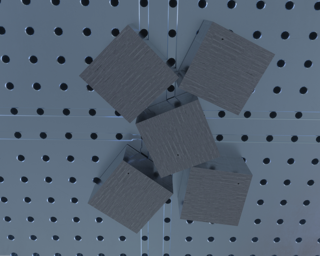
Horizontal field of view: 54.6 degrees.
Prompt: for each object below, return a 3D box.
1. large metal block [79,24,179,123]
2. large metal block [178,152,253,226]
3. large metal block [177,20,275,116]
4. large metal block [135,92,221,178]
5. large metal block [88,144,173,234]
[{"bbox_3d":[-0.035,-0.067,0.375,0.080,0.050,0.080,-42,104,14],"label":"large metal block"},{"bbox_3d":[0.073,0.083,0.431,0.080,0.050,0.079,8,110,-4],"label":"large metal block"},{"bbox_3d":[0.074,-0.073,0.372,0.080,0.050,0.080,23,108,-12],"label":"large metal block"},{"bbox_3d":[0.023,0.007,0.402,0.080,0.050,0.080,-21,109,7],"label":"large metal block"},{"bbox_3d":[-0.039,0.084,0.429,0.080,0.050,0.080,36,106,-12],"label":"large metal block"}]
